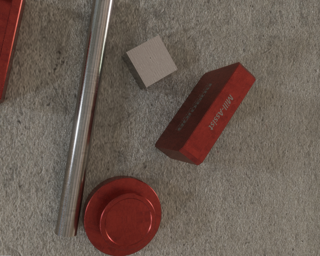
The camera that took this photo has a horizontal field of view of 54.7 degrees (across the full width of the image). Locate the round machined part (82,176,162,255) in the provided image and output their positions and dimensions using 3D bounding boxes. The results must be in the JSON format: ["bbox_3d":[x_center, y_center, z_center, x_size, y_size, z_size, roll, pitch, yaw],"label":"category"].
[{"bbox_3d":[-0.044,0.111,0.385,0.099,0.042,0.097,0,90,-21],"label":"round machined part"}]

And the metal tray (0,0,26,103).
[{"bbox_3d":[-0.205,-0.097,0.330,0.091,0.030,0.129,11,86,-20],"label":"metal tray"}]

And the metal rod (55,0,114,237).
[{"bbox_3d":[-0.090,-0.022,0.376,0.025,0.025,0.298,10,87,-20],"label":"metal rod"}]

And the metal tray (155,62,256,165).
[{"bbox_3d":[0.054,-0.018,0.395,0.030,0.090,0.130,39,78,-16],"label":"metal tray"}]

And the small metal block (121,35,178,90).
[{"bbox_3d":[-0.014,-0.085,0.405,0.050,0.025,0.050,-33,101,-17],"label":"small metal block"}]
